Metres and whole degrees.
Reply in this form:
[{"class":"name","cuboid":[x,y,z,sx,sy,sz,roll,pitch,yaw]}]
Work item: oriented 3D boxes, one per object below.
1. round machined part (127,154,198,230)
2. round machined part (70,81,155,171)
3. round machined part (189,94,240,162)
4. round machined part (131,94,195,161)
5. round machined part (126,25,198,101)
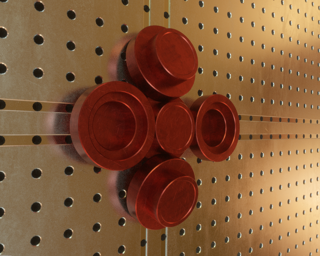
[{"class":"round machined part","cuboid":[0.010,0.086,0.394,0.099,0.042,0.097,-15,114,-36]},{"class":"round machined part","cuboid":[-0.056,-0.002,0.352,0.099,0.042,0.097,0,90,-40]},{"class":"round machined part","cuboid":[0.072,0.000,0.460,0.099,0.042,0.097,0,90,-40]},{"class":"round machined part","cuboid":[0.008,-0.001,0.405,0.099,0.042,0.097,0,90,-40]},{"class":"round machined part","cuboid":[0.010,-0.086,0.393,0.099,0.042,0.098,13,68,-35]}]
